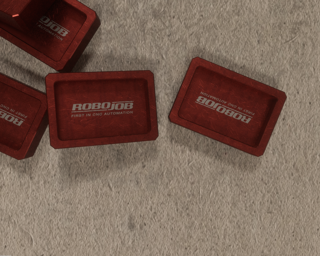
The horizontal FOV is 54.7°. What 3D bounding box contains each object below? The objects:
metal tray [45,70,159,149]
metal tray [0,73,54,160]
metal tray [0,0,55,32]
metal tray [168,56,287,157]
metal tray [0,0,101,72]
[{"bbox_3d":[-0.071,-0.024,0.391,0.131,0.030,0.089,-5,90,-15],"label":"metal tray"},{"bbox_3d":[-0.214,-0.025,0.404,0.131,0.030,0.090,25,90,-1],"label":"metal tray"},{"bbox_3d":[-0.192,-0.182,0.380,0.130,0.030,0.090,27,75,12],"label":"metal tray"},{"bbox_3d":[0.086,-0.027,0.408,0.131,0.030,0.090,22,90,-1],"label":"metal tray"},{"bbox_3d":[-0.157,-0.141,0.405,0.130,0.030,0.090,32,90,-1],"label":"metal tray"}]
